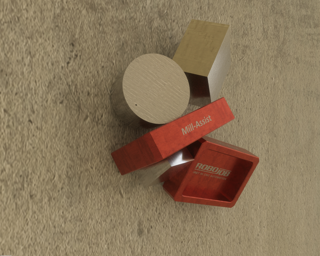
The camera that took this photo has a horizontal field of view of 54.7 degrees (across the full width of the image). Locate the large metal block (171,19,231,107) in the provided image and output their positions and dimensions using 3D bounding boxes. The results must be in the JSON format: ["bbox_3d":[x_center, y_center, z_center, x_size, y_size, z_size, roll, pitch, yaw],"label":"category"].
[{"bbox_3d":[0.057,-0.083,0.413,0.080,0.050,0.080,-66,158,-19],"label":"large metal block"}]

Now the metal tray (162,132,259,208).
[{"bbox_3d":[0.076,0.064,0.443,0.131,0.030,0.090,18,103,-39],"label":"metal tray"}]

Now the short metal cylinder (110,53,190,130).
[{"bbox_3d":[-0.012,-0.040,0.363,0.081,0.050,0.080,4,80,-23],"label":"short metal cylinder"}]

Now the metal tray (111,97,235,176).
[{"bbox_3d":[0.017,0.009,0.372,0.131,0.090,0.030,-26,88,-37],"label":"metal tray"}]

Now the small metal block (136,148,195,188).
[{"bbox_3d":[0.006,0.046,0.384,0.050,0.050,0.025,-6,59,-53],"label":"small metal block"}]
